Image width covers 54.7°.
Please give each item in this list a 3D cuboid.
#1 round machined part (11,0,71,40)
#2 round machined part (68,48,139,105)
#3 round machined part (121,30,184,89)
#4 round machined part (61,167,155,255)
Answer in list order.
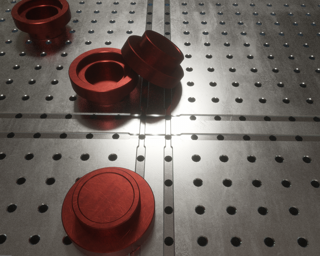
[{"bbox_3d":[-0.210,-0.197,0.559,0.099,0.042,0.098,0,50,0],"label":"round machined part"},{"bbox_3d":[-0.080,-0.072,0.456,0.099,0.042,0.098,0,50,0],"label":"round machined part"},{"bbox_3d":[-0.004,-0.106,0.454,0.098,0.042,0.098,28,31,-18],"label":"round machined part"},{"bbox_3d":[-0.054,0.082,0.327,0.099,0.042,0.098,0,50,0],"label":"round machined part"}]
